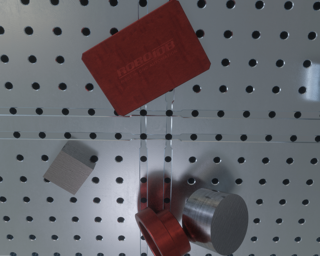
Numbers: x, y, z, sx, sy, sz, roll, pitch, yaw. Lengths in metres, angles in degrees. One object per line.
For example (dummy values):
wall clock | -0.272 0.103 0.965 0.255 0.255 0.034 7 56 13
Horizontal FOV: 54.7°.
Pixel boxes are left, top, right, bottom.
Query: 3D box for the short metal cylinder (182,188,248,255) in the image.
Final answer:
short metal cylinder | 0.077 0.126 0.425 0.081 0.050 0.079 -1 91 -40

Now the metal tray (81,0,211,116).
metal tray | -0.016 -0.084 0.380 0.130 0.030 0.090 -28 108 9

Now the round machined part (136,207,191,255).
round machined part | 0.007 0.154 0.437 0.042 0.098 0.098 -28 110 -18

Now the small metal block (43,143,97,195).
small metal block | -0.125 0.057 0.433 0.050 0.025 0.050 34 106 -12
